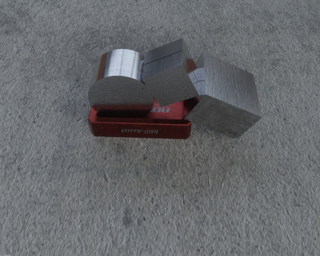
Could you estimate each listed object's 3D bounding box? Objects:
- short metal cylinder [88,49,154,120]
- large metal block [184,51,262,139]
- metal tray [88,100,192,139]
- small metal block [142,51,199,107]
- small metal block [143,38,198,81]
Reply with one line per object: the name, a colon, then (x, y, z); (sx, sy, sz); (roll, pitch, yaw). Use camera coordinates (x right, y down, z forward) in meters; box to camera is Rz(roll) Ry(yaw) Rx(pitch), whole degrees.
short metal cylinder: (-0.047, -0.053, 0.396); (0.081, 0.080, 0.050); (1, 50, 0)
large metal block: (0.079, -0.042, 0.406); (0.080, 0.050, 0.080); (20, 48, -18)
metal tray: (-0.024, -0.030, 0.426); (0.131, 0.030, 0.090); (2, 50, 1)
small metal block: (0.013, -0.056, 0.367); (0.050, 0.050, 0.025); (-16, 45, 21)
small metal block: (0.014, -0.076, 0.384); (0.050, 0.050, 0.025); (-16, 45, 21)
